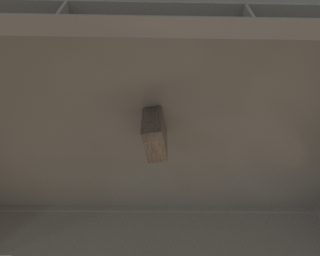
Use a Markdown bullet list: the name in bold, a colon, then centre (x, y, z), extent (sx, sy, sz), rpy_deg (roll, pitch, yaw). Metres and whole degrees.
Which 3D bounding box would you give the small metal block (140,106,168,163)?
- **small metal block**: centre (-0.006, 0.009, 0.395), extent (0.025, 0.050, 0.050), rpy_deg (-7, 129, 6)
